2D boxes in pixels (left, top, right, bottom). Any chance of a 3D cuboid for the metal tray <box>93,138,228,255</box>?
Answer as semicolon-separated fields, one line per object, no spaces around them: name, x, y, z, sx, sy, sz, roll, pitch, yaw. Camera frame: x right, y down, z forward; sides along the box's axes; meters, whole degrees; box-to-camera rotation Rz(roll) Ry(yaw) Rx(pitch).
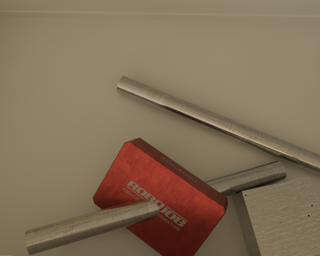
metal tray;-0.002;0.083;0.353;0.130;0.030;0.090;34;105;11

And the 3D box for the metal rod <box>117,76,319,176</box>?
metal rod;0.083;-0.003;0.411;0.301;0.025;0.025;23;72;7

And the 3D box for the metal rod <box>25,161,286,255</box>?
metal rod;0.009;0.085;0.353;0.302;0.025;0.025;-12;70;-15

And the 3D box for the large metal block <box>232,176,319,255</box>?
large metal block;0.139;0.108;0.359;0.081;0.050;0.080;-11;71;-5
